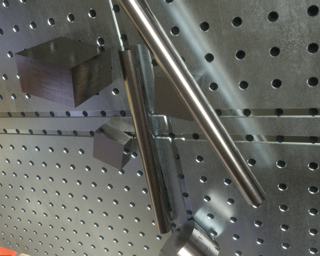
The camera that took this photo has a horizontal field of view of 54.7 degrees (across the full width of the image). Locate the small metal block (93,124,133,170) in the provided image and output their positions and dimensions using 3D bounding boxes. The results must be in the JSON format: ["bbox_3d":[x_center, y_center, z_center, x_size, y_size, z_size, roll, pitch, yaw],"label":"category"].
[{"bbox_3d":[-0.072,0.029,0.467,0.050,0.025,0.050,23,127,14],"label":"small metal block"}]

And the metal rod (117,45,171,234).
[{"bbox_3d":[-0.016,0.034,0.440,0.025,0.025,0.298,5,121,26],"label":"metal rod"}]

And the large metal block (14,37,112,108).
[{"bbox_3d":[-0.118,-0.074,0.392,0.080,0.080,0.050,17,125,18],"label":"large metal block"}]

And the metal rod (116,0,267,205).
[{"bbox_3d":[0.033,-0.038,0.337,0.025,0.025,0.299,-25,104,37],"label":"metal rod"}]

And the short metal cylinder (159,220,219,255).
[{"bbox_3d":[0.043,0.188,0.469,0.050,0.080,0.080,44,129,-2],"label":"short metal cylinder"}]

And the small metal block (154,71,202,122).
[{"bbox_3d":[0.021,-0.040,0.375,0.050,0.025,0.050,14,124,20],"label":"small metal block"}]
